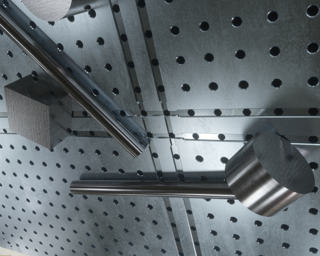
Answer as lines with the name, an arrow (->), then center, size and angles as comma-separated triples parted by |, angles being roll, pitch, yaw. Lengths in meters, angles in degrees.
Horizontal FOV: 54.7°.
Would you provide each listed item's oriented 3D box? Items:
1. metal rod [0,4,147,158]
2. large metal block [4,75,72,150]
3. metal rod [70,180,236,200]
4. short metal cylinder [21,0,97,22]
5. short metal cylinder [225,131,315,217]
metal rod -> -0.135, -0.070, 0.439 | 0.300, 0.025, 0.025 | 44, 129, -3
large metal block -> -0.185, -0.025, 0.477 | 0.080, 0.050, 0.079 | 23, 127, 14
metal rod -> -0.024, 0.094, 0.481 | 0.300, 0.025, 0.025 | -6, 116, 30
short metal cylinder -> -0.117, -0.168, 0.353 | 0.080, 0.050, 0.079 | 13, 124, 21
short metal cylinder -> 0.120, 0.050, 0.343 | 0.080, 0.080, 0.050 | 38, 129, 3
